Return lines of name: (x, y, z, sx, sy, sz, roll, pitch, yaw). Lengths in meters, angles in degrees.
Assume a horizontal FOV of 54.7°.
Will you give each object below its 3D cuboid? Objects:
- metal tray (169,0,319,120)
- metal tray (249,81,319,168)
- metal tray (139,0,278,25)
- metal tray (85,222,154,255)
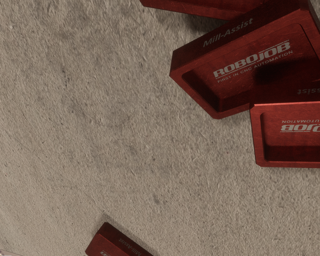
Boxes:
metal tray: (0.086, -0.060, 0.294, 0.130, 0.030, 0.090, -20, 137, 35)
metal tray: (0.157, -0.001, 0.296, 0.130, 0.030, 0.090, -1, 134, 21)
metal tray: (0.047, -0.151, 0.284, 0.130, 0.030, 0.089, 17, 125, 18)
metal tray: (-0.073, 0.248, 0.593, 0.130, 0.030, 0.089, 35, 129, 4)
